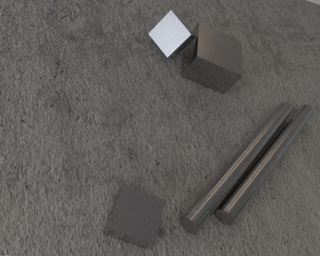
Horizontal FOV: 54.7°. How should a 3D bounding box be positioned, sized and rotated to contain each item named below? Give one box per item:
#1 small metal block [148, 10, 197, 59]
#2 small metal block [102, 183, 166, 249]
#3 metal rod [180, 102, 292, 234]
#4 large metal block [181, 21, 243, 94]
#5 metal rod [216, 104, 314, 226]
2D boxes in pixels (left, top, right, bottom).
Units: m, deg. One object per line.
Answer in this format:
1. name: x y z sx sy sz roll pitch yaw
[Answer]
1. small metal block: 0.019 -0.144 0.482 0.050 0.050 0.025 53 23 9
2. small metal block: -0.027 0.095 0.332 0.050 0.025 0.050 25 53 -13
3. metal rod: 0.126 0.039 0.447 0.025 0.025 0.302 48 51 5
4. large metal block: 0.084 -0.113 0.502 0.080 0.050 0.080 20 54 -17
5. metal rod: 0.173 0.039 0.473 0.025 0.025 0.302 49 51 6
